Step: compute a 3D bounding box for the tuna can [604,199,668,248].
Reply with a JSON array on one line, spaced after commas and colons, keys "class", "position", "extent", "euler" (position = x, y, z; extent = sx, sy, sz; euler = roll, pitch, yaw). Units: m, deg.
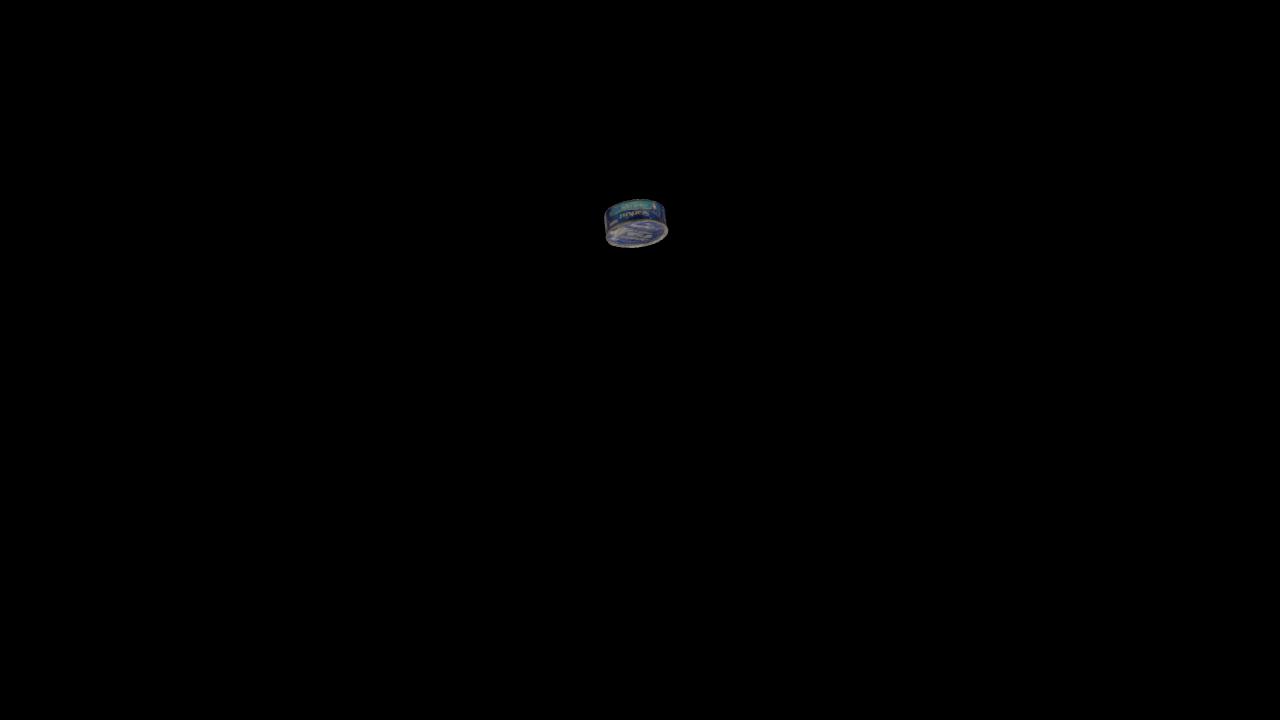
[{"class": "tuna can", "position": [-0.005, -0.181, 0.819], "extent": [0.084, 0.034, 0.084], "euler": [-6, -12, -1]}]
